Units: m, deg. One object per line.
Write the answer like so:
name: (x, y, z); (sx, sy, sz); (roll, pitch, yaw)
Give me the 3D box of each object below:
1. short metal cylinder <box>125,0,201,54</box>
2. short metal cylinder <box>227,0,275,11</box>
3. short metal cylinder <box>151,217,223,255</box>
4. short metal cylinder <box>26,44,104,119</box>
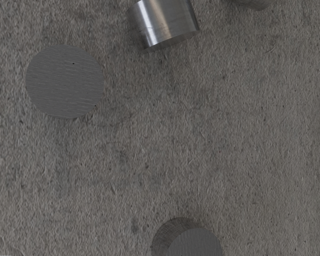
short metal cylinder: (0.004, -0.129, 0.381); (0.081, 0.080, 0.050); (-22, 98, -19)
short metal cylinder: (0.129, -0.209, 0.427); (0.050, 0.080, 0.080); (11, 86, -20)
short metal cylinder: (0.035, 0.164, 0.409); (0.081, 0.050, 0.080); (0, 90, -20)
short metal cylinder: (-0.109, -0.050, 0.355); (0.081, 0.050, 0.080); (0, 90, -20)
